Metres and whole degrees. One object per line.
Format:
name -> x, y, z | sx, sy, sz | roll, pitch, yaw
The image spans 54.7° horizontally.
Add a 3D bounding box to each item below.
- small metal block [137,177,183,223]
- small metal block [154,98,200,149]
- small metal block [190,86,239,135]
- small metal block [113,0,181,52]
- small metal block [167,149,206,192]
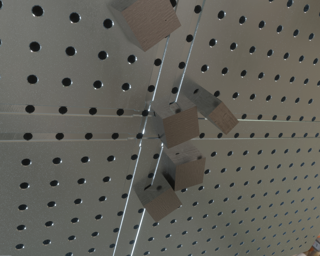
small metal block -> 0.000, 0.113, 0.483 | 0.050, 0.025, 0.050 | -34, 129, -6
small metal block -> 0.024, -0.006, 0.422 | 0.050, 0.025, 0.050 | -22, 127, -16
small metal block -> 0.073, -0.024, 0.422 | 0.025, 0.050, 0.050 | -46, 130, 4
small metal block -> -0.013, -0.119, 0.332 | 0.050, 0.025, 0.050 | -37, 130, -4
small metal block -> 0.040, 0.064, 0.475 | 0.050, 0.025, 0.050 | -12, 124, -22
